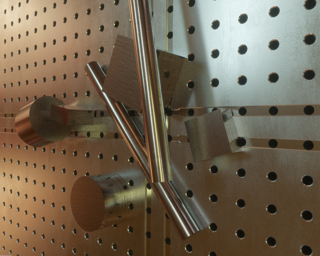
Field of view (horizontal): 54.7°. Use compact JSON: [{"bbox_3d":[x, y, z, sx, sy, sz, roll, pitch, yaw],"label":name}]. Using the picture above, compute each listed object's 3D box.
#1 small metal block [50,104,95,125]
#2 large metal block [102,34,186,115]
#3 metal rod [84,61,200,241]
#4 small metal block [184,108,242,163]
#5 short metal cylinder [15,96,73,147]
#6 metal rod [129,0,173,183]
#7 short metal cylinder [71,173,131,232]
[{"bbox_3d":[-0.145,-0.022,0.514,0.050,0.050,0.025,15,100,39],"label":"small metal block"},{"bbox_3d":[-0.024,-0.071,0.413,0.080,0.050,0.079,30,109,36],"label":"large metal block"},{"bbox_3d":[-0.036,0.017,0.439,0.025,0.025,0.299,-47,62,30],"label":"metal rod"},{"bbox_3d":[0.061,0.009,0.359,0.050,0.025,0.050,-21,77,38],"label":"small metal block"},{"bbox_3d":[-0.201,-0.010,0.540,0.050,0.081,0.080,-18,79,39],"label":"short metal cylinder"},{"bbox_3d":[-0.016,-0.088,0.357,0.025,0.025,0.298,-12,83,39],"label":"metal rod"},{"bbox_3d":[-0.090,0.110,0.468,0.080,0.050,0.080,0,90,40],"label":"short metal cylinder"}]
